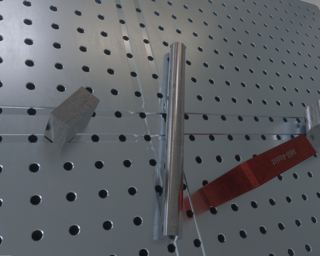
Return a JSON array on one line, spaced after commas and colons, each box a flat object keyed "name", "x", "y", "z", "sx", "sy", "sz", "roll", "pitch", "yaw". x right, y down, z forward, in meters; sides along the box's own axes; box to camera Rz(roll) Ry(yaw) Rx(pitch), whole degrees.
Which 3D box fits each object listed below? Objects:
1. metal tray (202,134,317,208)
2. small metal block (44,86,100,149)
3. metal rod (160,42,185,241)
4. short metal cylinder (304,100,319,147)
[{"name": "metal tray", "x": 0.129, "y": 0.055, "z": 0.402, "sx": 0.131, "sy": 0.090, "sz": 0.030, "roll": -17, "pitch": 71, "yaw": -35}, {"name": "small metal block", "x": -0.099, "y": -0.011, "z": 0.346, "sx": 0.025, "sy": 0.050, "sz": 0.050, "roll": 39, "pitch": 51, "yaw": -2}, {"name": "metal rod", "x": 0.020, "y": -0.005, "z": 0.422, "sx": 0.025, "sy": 0.025, "sz": 0.300, "roll": 17, "pitch": 55, "yaw": -19}, {"name": "short metal cylinder", "x": 0.296, "y": -0.007, "z": 0.537, "sx": 0.080, "sy": 0.080, "sz": 0.050, "roll": 23, "pitch": 53, "yaw": -14}]
